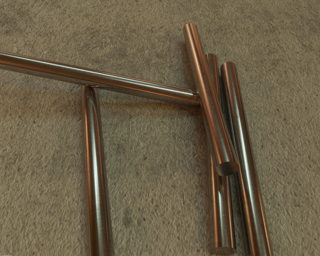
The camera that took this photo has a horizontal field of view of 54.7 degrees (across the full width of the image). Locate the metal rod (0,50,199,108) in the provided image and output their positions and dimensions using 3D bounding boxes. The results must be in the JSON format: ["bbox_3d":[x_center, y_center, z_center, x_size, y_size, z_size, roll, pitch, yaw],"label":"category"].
[{"bbox_3d":[-0.094,-0.069,0.427,0.302,0.025,0.025,11,50,-4],"label":"metal rod"}]

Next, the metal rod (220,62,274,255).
[{"bbox_3d":[0.101,0.022,0.385,0.025,0.025,0.300,1,50,1],"label":"metal rod"}]

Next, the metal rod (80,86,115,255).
[{"bbox_3d":[-0.077,0.044,0.365,0.025,0.025,0.300,-9,51,-7],"label":"metal rod"}]

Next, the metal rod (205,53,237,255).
[{"bbox_3d":[0.071,0.006,0.398,0.025,0.025,0.300,3,50,2],"label":"metal rod"}]

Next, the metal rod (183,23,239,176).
[{"bbox_3d":[0.061,-0.063,0.427,0.025,0.025,0.300,-3,45,-2],"label":"metal rod"}]
